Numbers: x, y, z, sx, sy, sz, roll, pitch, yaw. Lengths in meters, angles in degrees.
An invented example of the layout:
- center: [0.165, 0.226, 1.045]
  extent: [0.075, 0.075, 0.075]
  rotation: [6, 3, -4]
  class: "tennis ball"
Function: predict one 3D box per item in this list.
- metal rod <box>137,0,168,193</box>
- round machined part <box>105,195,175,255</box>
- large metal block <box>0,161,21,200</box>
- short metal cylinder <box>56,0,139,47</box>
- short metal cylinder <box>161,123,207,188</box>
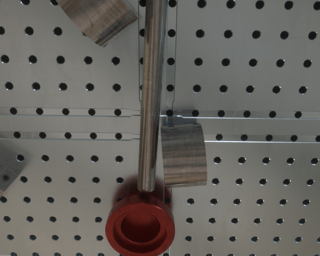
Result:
- center: [-0.010, -0.054, 0.393]
  extent: [0.025, 0.025, 0.298]
  rotation: [3, 110, -2]
  class: "metal rod"
- center: [-0.028, 0.140, 0.455]
  extent: [0.099, 0.042, 0.097]
  rotation: [0, 110, 0]
  class: "round machined part"
- center: [-0.259, 0.080, 0.427]
  extent: [0.080, 0.050, 0.080]
  rotation: [37, 106, -13]
  class: "large metal block"
- center: [-0.068, -0.135, 0.334]
  extent: [0.050, 0.080, 0.080]
  rotation: [-37, 106, 13]
  class: "short metal cylinder"
- center: [0.030, 0.035, 0.397]
  extent: [0.050, 0.080, 0.079]
  rotation: [-5, 110, 2]
  class: "short metal cylinder"
